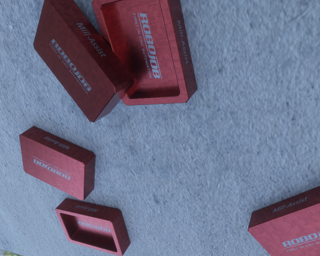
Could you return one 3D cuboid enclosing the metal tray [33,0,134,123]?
[{"bbox_3d":[-0.097,-0.080,0.377,0.130,0.030,0.090,52,142,2],"label":"metal tray"}]

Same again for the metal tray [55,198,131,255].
[{"bbox_3d":[-0.126,0.185,0.581,0.130,0.030,0.089,4,120,26],"label":"metal tray"}]

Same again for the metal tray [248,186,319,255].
[{"bbox_3d":[0.189,0.127,0.383,0.090,0.030,0.129,47,129,-6],"label":"metal tray"}]

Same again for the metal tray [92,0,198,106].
[{"bbox_3d":[-0.015,-0.092,0.353,0.090,0.030,0.129,-1,118,28],"label":"metal tray"}]

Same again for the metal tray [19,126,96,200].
[{"bbox_3d":[-0.175,0.060,0.531,0.130,0.030,0.089,22,127,14],"label":"metal tray"}]
